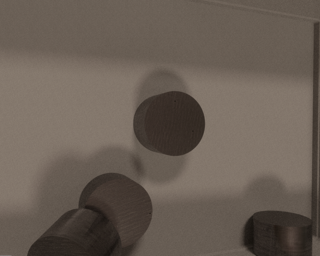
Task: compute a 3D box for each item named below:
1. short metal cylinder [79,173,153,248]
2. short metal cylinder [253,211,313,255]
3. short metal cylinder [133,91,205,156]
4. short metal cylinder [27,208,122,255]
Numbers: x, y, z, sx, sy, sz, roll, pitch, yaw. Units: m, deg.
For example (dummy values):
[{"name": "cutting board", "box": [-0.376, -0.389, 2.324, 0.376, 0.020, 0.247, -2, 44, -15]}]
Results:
[{"name": "short metal cylinder", "box": [-0.055, 0.098, 0.378, 0.081, 0.050, 0.079, 0, 90, -21]}, {"name": "short metal cylinder", "box": [0.176, 0.155, 0.449, 0.081, 0.080, 0.050, 1, 90, -20]}, {"name": "short metal cylinder", "box": [0.011, -0.006, 0.402, 0.081, 0.050, 0.079, 0, 90, -21]}, {"name": "short metal cylinder", "box": [-0.087, 0.132, 0.321, 0.080, 0.050, 0.079, 4, 107, 14]}]
